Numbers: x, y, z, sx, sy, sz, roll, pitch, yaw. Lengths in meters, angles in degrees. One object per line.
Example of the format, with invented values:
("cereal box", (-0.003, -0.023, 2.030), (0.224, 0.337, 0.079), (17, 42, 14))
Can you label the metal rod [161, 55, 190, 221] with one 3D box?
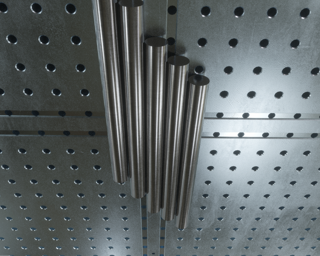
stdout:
("metal rod", (0.017, 0.038, 0.443), (0.025, 0.025, 0.298), (1, 130, -1))

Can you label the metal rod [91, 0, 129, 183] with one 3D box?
("metal rod", (-0.057, -0.039, 0.377), (0.025, 0.025, 0.298), (1, 130, -1))

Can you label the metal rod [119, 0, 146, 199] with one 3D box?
("metal rod", (-0.032, -0.010, 0.401), (0.025, 0.025, 0.298), (1, 130, -1))

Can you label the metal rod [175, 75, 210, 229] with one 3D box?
("metal rod", (0.042, 0.057, 0.460), (0.025, 0.025, 0.298), (1, 130, -1))

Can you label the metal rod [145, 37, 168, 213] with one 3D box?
("metal rod", (-0.007, 0.021, 0.428), (0.025, 0.025, 0.298), (1, 130, -1))
